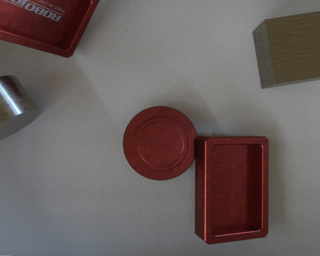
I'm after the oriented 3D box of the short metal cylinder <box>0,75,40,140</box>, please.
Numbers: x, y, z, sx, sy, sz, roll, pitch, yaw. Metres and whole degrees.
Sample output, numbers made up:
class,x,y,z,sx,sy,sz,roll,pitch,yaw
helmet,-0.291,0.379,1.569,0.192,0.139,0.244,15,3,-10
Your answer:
class,x,y,z,sx,sy,sz,roll,pitch,yaw
short metal cylinder,-0.198,-0.021,0.381,0.080,0.080,0.050,-33,90,0

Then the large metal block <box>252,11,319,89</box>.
class,x,y,z,sx,sy,sz,roll,pitch,yaw
large metal block,0.173,-0.099,0.401,0.081,0.050,0.080,-9,90,-1

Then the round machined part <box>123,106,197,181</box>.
class,x,y,z,sx,sy,sz,roll,pitch,yaw
round machined part,0.001,0.020,0.403,0.099,0.042,0.097,0,90,-1

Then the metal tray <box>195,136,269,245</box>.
class,x,y,z,sx,sy,sz,roll,pitch,yaw
metal tray,0.092,0.075,0.397,0.091,0.030,0.129,0,90,-18

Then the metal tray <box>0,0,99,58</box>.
class,x,y,z,sx,sy,sz,roll,pitch,yaw
metal tray,-0.139,-0.137,0.347,0.030,0.131,0.090,41,109,26
